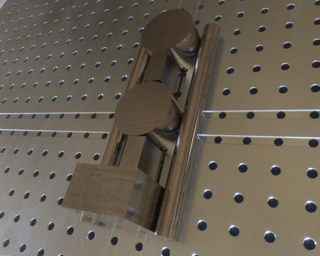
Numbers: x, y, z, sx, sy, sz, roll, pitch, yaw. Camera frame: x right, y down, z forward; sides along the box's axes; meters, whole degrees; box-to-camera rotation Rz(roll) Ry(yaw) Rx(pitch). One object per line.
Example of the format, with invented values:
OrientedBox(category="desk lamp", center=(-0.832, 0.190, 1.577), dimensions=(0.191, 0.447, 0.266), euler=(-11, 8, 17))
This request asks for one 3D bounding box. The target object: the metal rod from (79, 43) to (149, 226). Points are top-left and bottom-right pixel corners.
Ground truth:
OrientedBox(category="metal rod", center=(-0.052, -0.014, 0.443), dimensions=(0.025, 0.025, 0.300), euler=(1, 62, 29))

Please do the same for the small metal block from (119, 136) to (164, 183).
OrientedBox(category="small metal block", center=(-0.022, 0.043, 0.377), dimensions=(0.025, 0.050, 0.050), euler=(0, 62, 28))

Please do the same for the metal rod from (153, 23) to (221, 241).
OrientedBox(category="metal rod", center=(0.041, -0.014, 0.394), dimensions=(0.025, 0.025, 0.300), euler=(1, 62, 29))

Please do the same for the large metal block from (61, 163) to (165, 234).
OrientedBox(category="large metal block", center=(-0.046, 0.080, 0.348), dimensions=(0.080, 0.080, 0.050), euler=(1, 62, 28))

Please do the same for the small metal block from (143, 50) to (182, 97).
OrientedBox(category="small metal block", center=(0.005, -0.072, 0.432), dimensions=(0.025, 0.050, 0.050), euler=(1, 62, 29))

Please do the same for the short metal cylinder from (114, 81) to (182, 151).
OrientedBox(category="short metal cylinder", center=(-0.012, -0.014, 0.407), dimensions=(0.080, 0.050, 0.080), euler=(-13, 56, 21))

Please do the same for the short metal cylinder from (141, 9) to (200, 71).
OrientedBox(category="short metal cylinder", center=(0.019, -0.129, 0.461), dimensions=(0.080, 0.050, 0.080), euler=(-13, 56, 21))
